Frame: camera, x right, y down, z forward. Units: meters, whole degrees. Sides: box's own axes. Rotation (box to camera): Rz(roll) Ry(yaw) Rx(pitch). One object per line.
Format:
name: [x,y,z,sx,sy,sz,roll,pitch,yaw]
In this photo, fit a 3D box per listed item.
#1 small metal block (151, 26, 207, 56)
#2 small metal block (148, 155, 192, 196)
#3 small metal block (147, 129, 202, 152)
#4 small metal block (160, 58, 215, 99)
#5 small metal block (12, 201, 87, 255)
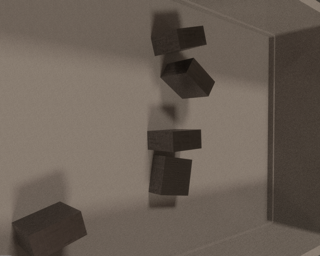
small metal block: [0.025,-0.116,0.413,0.050,0.050,0.025,-21,104,-38]
small metal block: [0.015,0.065,0.421,0.050,0.025,0.050,12,83,-40]
small metal block: [0.019,0.015,0.408,0.050,0.050,0.025,-4,93,-40]
small metal block: [0.038,-0.066,0.424,0.050,0.050,0.025,40,66,-33]
small metal block: [-0.108,0.098,0.301,0.050,0.050,0.025,-20,103,-39]
